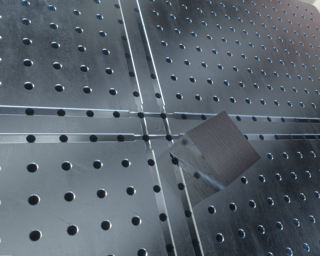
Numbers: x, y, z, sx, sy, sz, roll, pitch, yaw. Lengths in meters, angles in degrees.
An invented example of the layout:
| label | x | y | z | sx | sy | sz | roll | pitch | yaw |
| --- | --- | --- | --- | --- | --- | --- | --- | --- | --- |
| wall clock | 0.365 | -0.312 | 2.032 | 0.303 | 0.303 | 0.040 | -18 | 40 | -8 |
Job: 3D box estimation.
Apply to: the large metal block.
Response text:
| label | x | y | z | sx | sy | sz | roll | pitch | yaw |
| --- | --- | --- | --- | --- | --- | --- | --- | --- | --- |
| large metal block | 0.073 | 0.034 | 0.412 | 0.081 | 0.050 | 0.080 | -28 | 77 | -37 |
